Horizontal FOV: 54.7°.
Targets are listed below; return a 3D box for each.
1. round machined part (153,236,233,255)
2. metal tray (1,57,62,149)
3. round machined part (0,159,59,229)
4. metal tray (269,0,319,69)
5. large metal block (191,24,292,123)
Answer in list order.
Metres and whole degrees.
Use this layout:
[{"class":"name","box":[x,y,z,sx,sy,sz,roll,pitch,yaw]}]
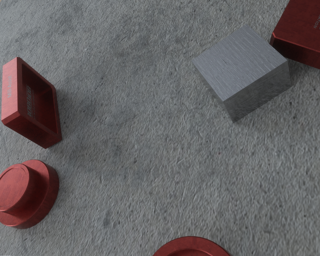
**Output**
[{"class":"round machined part","box":[0.033,0.153,0.281,0.098,0.042,0.098,-13,56,20]},{"class":"metal tray","box":[-0.202,-0.040,0.490,0.030,0.090,0.130,-29,52,10]},{"class":"round machined part","box":[-0.197,0.089,0.439,0.098,0.042,0.098,-13,56,20]},{"class":"metal tray","box":[0.197,-0.133,0.362,0.090,0.030,0.130,26,75,18]},{"class":"large metal block","box":[0.097,-0.066,0.377,0.080,0.050,0.080,-33,52,6]}]
